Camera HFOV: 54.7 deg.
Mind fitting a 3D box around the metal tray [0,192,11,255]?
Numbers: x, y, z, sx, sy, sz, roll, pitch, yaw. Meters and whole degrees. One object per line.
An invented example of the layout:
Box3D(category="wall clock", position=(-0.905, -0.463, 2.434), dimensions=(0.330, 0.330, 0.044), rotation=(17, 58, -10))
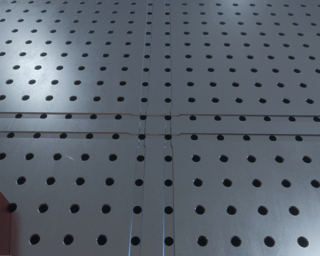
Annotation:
Box3D(category="metal tray", position=(-0.220, 0.119, 0.301), dimensions=(0.131, 0.030, 0.090), rotation=(-12, 51, -10))
